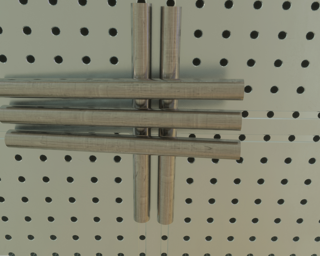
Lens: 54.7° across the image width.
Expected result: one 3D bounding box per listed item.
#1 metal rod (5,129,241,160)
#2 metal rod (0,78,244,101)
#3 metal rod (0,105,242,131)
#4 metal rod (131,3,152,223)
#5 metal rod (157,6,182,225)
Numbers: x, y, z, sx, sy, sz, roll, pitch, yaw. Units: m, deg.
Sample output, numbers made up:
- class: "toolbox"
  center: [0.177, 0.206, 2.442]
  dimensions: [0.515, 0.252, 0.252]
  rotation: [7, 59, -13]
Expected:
- class: "metal rod"
  center: [-0.052, 0.020, 0.398]
  dimensions: [0.302, 0.025, 0.025]
  rotation: [2, 110, 7]
- class: "metal rod"
  center: [-0.055, -0.047, 0.373]
  dimensions: [0.302, 0.025, 0.025]
  rotation: [1, 110, 7]
- class: "metal rod"
  center: [-0.054, -0.013, 0.386]
  dimensions: [0.302, 0.025, 0.025]
  rotation: [2, 110, 7]
- class: "metal rod"
  center: [-0.024, -0.005, 0.411]
  dimensions: [0.025, 0.025, 0.298]
  rotation: [1, 110, -1]
- class: "metal rod"
  center: [0.011, -0.002, 0.413]
  dimensions: [0.025, 0.025, 0.298]
  rotation: [1, 110, -1]
